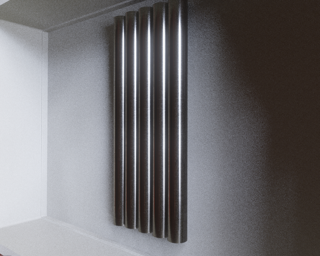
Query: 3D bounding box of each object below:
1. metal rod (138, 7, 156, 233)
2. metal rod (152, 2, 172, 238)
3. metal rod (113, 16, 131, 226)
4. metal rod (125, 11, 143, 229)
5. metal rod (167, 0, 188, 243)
[{"bbox_3d":[-0.017,-0.011,0.419,0.025,0.025,0.298,0,90,40],"label":"metal rod"},{"bbox_3d":[0.003,-0.010,0.403,0.025,0.025,0.298,0,90,40],"label":"metal rod"},{"bbox_3d":[-0.055,-0.010,0.451,0.025,0.025,0.298,0,90,40],"label":"metal rod"},{"bbox_3d":[-0.037,-0.011,0.436,0.025,0.025,0.298,0,90,40],"label":"metal rod"},{"bbox_3d":[0.022,-0.009,0.387,0.025,0.025,0.298,0,90,40],"label":"metal rod"}]
